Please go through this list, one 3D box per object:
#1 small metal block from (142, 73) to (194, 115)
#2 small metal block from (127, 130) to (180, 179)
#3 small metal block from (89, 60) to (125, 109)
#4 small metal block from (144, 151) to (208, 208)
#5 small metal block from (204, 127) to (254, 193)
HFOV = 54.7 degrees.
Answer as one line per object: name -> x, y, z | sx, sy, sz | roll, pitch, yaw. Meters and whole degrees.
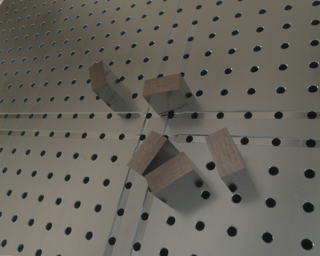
small metal block -> 0.012, -0.043, 0.411 | 0.050, 0.050, 0.025 | -8, 59, 24
small metal block -> -0.004, 0.039, 0.370 | 0.025, 0.050, 0.050 | 28, 77, 37
small metal block -> -0.081, -0.066, 0.474 | 0.025, 0.050, 0.050 | -27, 53, 12
small metal block -> 0.019, 0.059, 0.345 | 0.050, 0.050, 0.025 | -34, 52, 6
small metal block -> 0.074, 0.035, 0.331 | 0.025, 0.050, 0.050 | -25, 53, 12
